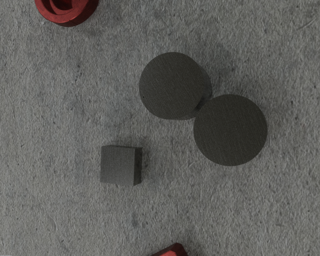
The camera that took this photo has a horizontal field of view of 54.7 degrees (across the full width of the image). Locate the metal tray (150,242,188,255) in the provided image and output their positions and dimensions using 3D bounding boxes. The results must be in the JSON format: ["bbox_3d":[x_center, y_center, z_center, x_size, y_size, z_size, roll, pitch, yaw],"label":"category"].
[{"bbox_3d":[0.018,0.228,0.399,0.090,0.030,0.130,-33,79,16],"label":"metal tray"}]

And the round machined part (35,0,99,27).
[{"bbox_3d":[-0.127,-0.193,0.445,0.098,0.042,0.097,0,90,20],"label":"round machined part"}]

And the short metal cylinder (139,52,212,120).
[{"bbox_3d":[0.021,-0.050,0.388,0.080,0.050,0.080,0,90,20],"label":"short metal cylinder"}]

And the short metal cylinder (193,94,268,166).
[{"bbox_3d":[0.085,0.002,0.366,0.080,0.050,0.080,0,90,20],"label":"short metal cylinder"}]

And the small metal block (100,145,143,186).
[{"bbox_3d":[-0.053,0.051,0.428,0.050,0.025,0.050,3,91,20],"label":"small metal block"}]
